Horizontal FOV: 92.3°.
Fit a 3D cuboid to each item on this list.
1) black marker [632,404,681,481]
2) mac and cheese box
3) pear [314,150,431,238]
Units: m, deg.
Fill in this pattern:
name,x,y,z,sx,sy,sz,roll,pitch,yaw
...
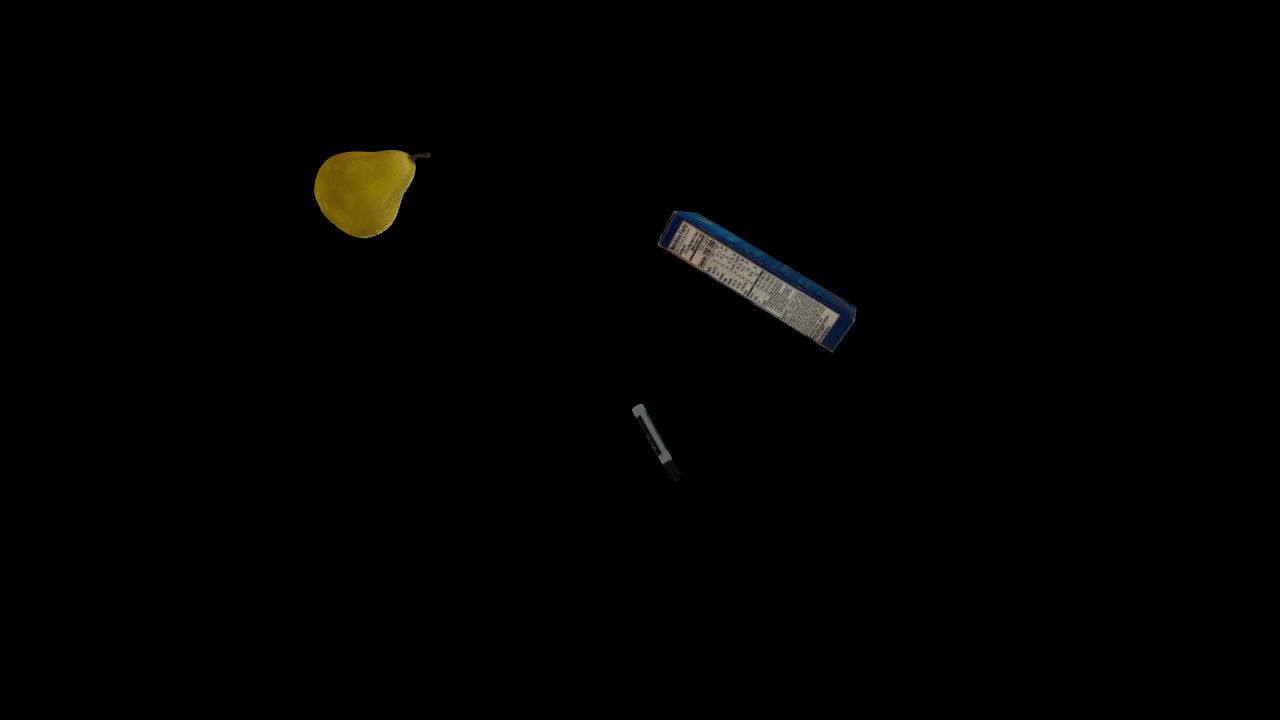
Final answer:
name,x,y,z,sx,sy,sz,roll,pitch,yaw
black marker,0.024,0.118,0.878,0.020,0.121,0.020,-26,-19,-10
mac and cheese box,0.113,-0.078,0.576,0.184,0.041,0.093,33,21,11
pear,-0.246,-0.169,0.574,0.111,0.080,0.080,-39,-6,7
